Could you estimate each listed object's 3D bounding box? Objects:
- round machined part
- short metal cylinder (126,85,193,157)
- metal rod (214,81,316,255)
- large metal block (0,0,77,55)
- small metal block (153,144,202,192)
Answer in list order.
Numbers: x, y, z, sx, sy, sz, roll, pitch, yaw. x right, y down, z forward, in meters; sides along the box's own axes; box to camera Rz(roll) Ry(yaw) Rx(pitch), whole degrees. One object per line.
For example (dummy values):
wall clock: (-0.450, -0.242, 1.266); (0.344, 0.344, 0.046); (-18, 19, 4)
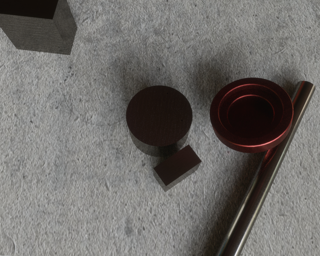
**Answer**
round machined part: (0.116, -0.013, 0.395); (0.098, 0.042, 0.098); (-7, 61, 14)
short metal cylinder: (-0.001, -0.008, 0.398); (0.081, 0.050, 0.080); (0, 70, 0)
metal rod: (0.128, 0.064, 0.386); (0.025, 0.025, 0.300); (29, 72, 9)
large metal block: (-0.170, -0.149, 0.431); (0.080, 0.080, 0.050); (7, 70, 2)
small metal block: (0.020, 0.050, 0.377); (0.050, 0.050, 0.025); (-33, 74, -11)
